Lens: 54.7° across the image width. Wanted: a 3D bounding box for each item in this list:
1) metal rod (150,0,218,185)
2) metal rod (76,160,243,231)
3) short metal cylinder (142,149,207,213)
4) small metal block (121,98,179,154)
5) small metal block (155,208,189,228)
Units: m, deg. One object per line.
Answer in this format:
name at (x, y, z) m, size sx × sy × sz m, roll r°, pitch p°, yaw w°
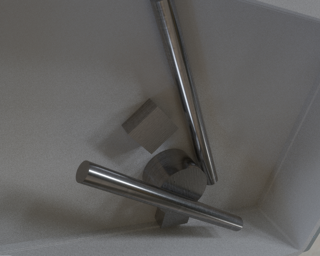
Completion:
metal rod at (0.042, -0.027, 0.416) m, size 0.025 × 0.025 × 0.299 m, roll -29°, pitch 129°, yaw -11°
metal rod at (0.022, 0.102, 0.421) m, size 0.301 × 0.025 × 0.025 m, roll 28°, pitch 103°, yaw -38°
short metal cylinder at (0.021, 0.077, 0.454) m, size 0.081 × 0.050 × 0.079 m, roll -14°, pitch 125°, yaw -21°
small metal block at (-0.012, -0.002, 0.403) m, size 0.050 × 0.025 × 0.050 m, roll -44°, pitch 130°, yaw 2°
small metal block at (0.024, 0.132, 0.506) m, size 0.050 × 0.025 × 0.050 m, roll -1°, pitch 119°, yaw -28°
